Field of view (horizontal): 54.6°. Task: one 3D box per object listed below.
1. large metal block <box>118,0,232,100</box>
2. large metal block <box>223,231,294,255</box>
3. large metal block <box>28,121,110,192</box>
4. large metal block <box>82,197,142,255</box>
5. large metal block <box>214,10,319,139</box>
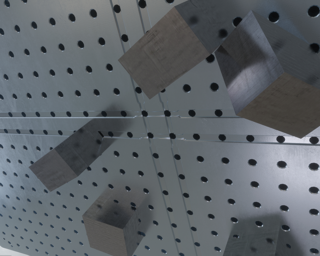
[{"bbox_3d":[0.017,-0.084,0.315,0.080,0.080,0.050,-32,100,38],"label":"large metal block"},{"bbox_3d":[0.146,0.200,0.442,0.080,0.050,0.080,-24,106,36],"label":"large metal block"},{"bbox_3d":[-0.138,0.044,0.477,0.080,0.080,0.050,-30,102,38],"label":"large metal block"},{"bbox_3d":[-0.083,0.178,0.549,0.080,0.050,0.080,10,123,23],"label":"large metal block"},{"bbox_3d":[0.103,-0.045,0.273,0.081,0.080,0.050,17,136,-28],"label":"large metal block"}]
